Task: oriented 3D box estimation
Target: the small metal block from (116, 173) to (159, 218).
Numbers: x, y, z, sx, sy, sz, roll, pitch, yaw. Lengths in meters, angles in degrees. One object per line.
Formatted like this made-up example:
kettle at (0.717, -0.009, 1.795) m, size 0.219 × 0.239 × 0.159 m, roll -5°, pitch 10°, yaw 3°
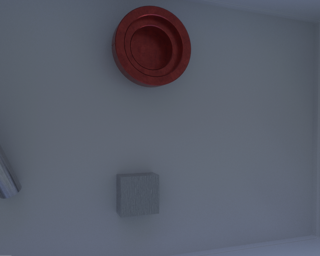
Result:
small metal block at (-0.029, 0.085, 0.401) m, size 0.050 × 0.025 × 0.050 m, roll 0°, pitch 90°, yaw -21°

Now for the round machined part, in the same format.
round machined part at (-0.014, -0.101, 0.397) m, size 0.099 × 0.042 × 0.097 m, roll 0°, pitch 90°, yaw -21°

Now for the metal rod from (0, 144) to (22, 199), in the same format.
metal rod at (-0.194, -0.056, 0.276) m, size 0.025 × 0.025 × 0.298 m, roll -22°, pitch 122°, yaw -19°
